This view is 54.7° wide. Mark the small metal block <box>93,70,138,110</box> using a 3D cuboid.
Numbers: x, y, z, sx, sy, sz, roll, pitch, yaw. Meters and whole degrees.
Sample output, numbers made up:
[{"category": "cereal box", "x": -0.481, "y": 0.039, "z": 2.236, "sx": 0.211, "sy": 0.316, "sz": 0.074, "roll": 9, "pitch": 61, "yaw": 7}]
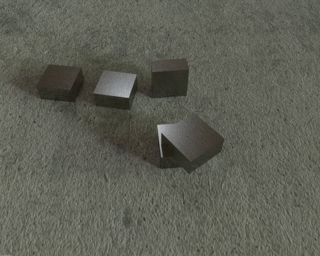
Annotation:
[{"category": "small metal block", "x": -0.063, "y": -0.055, "z": 0.449, "sx": 0.050, "sy": 0.025, "sz": 0.050, "roll": 8, "pitch": 50, "yaw": 6}]

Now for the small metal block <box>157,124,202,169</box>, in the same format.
[{"category": "small metal block", "x": 0.024, "y": 0.021, "z": 0.385, "sx": 0.050, "sy": 0.025, "sz": 0.050, "roll": -4, "pitch": 50, "yaw": -4}]

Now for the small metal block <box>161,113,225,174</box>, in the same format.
[{"category": "small metal block", "x": 0.037, "y": 0.016, "z": 0.357, "sx": 0.050, "sy": 0.025, "sz": 0.050, "roll": -31, "pitch": 57, "yaw": -23}]

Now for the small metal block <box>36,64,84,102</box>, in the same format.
[{"category": "small metal block", "x": -0.146, "y": -0.067, "z": 0.458, "sx": 0.050, "sy": 0.025, "sz": 0.050, "roll": 6, "pitch": 50, "yaw": 5}]

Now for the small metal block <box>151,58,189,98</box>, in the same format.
[{"category": "small metal block", "x": 0.013, "y": -0.071, "z": 0.447, "sx": 0.050, "sy": 0.050, "sz": 0.025, "roll": -5, "pitch": 50, "yaw": -4}]
